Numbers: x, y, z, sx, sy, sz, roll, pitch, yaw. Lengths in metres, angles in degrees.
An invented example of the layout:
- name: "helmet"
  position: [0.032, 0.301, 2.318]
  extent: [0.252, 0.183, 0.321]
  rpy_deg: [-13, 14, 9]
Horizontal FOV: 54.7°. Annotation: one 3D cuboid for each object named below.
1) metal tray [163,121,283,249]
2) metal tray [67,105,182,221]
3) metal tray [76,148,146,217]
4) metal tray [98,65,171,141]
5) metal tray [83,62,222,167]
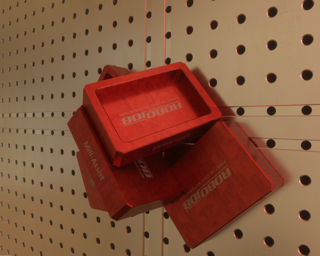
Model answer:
- name: "metal tray"
  position: [0.059, 0.065, 0.355]
  extent: [0.129, 0.030, 0.090]
  rpy_deg: [-48, 62, 29]
- name: "metal tray"
  position: [-0.040, 0.033, 0.358]
  extent: [0.030, 0.091, 0.130]
  rpy_deg: [-46, 63, 30]
- name: "metal tray"
  position: [-0.068, 0.069, 0.429]
  extent: [0.130, 0.030, 0.089]
  rpy_deg: [-12, 93, 54]
- name: "metal tray"
  position: [-0.049, -0.020, 0.444]
  extent: [0.130, 0.030, 0.089]
  rpy_deg: [43, 116, 31]
- name: "metal tray"
  position: [-0.008, -0.021, 0.346]
  extent: [0.090, 0.131, 0.030]
  rpy_deg: [59, 151, 23]
